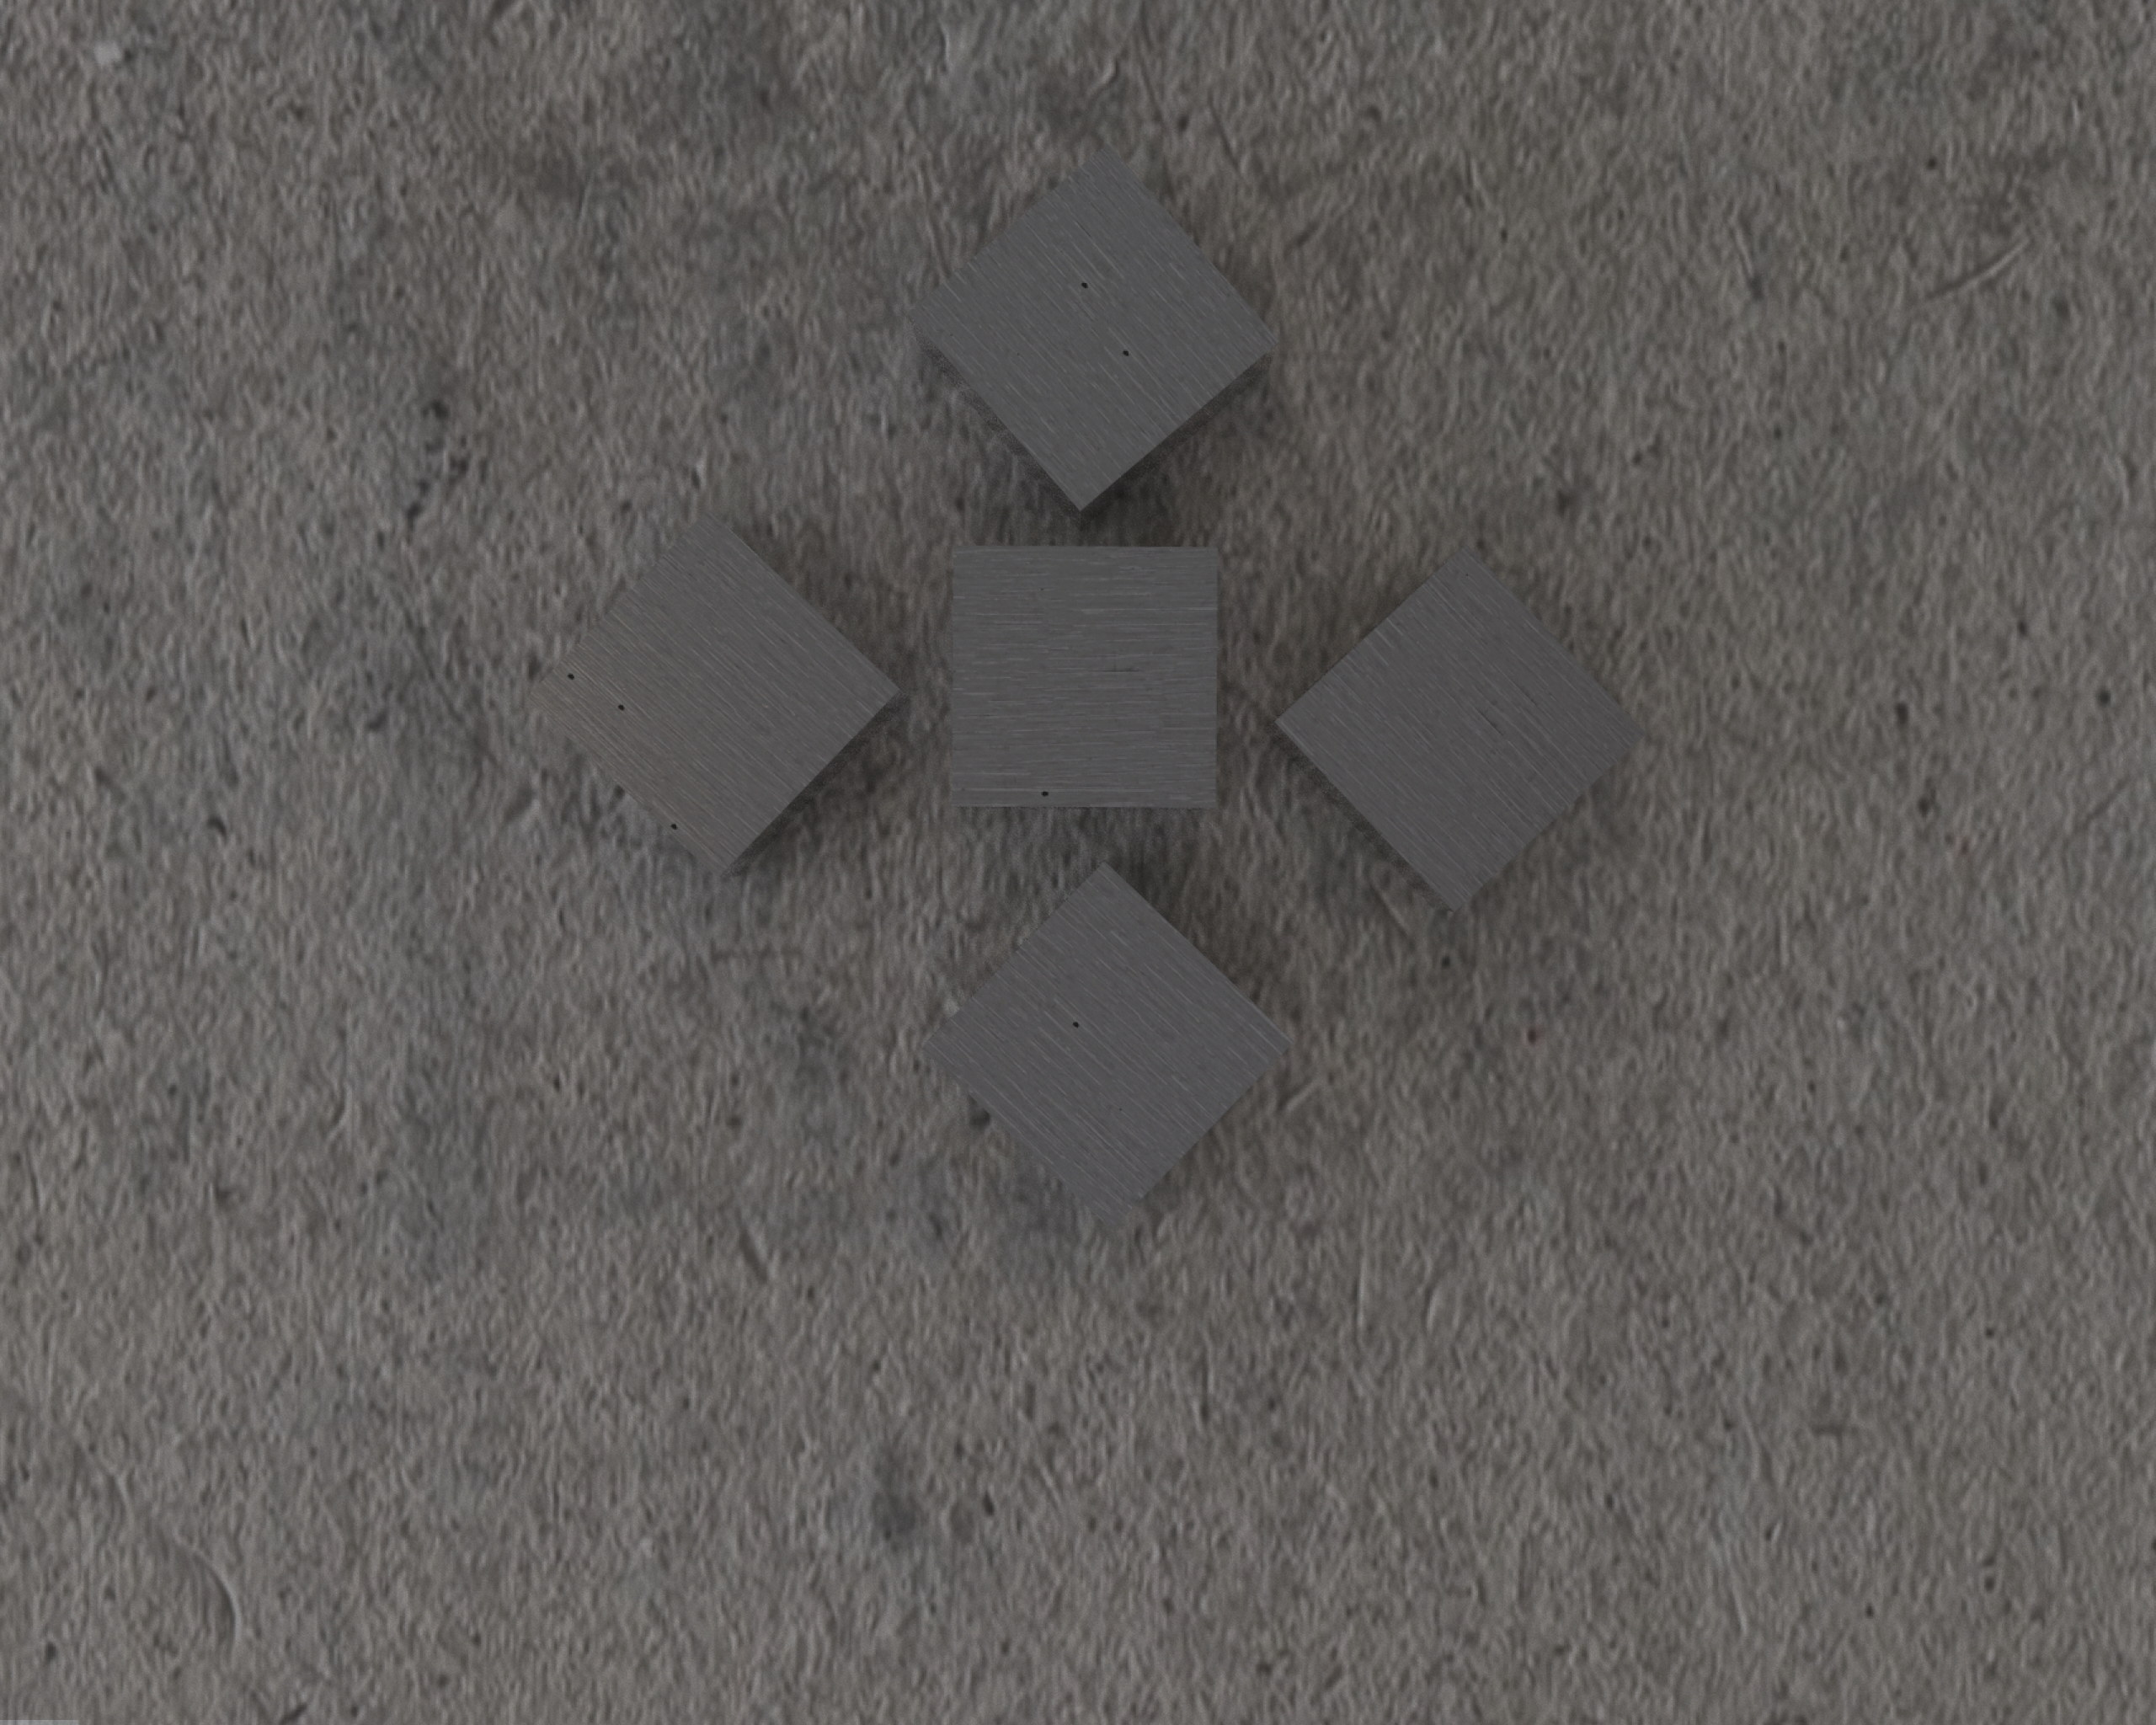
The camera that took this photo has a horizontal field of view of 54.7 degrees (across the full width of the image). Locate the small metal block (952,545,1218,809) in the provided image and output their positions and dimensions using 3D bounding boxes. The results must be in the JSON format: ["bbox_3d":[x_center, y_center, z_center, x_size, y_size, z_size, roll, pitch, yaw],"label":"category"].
[{"bbox_3d":[0.001,-0.036,0.410,0.050,0.025,0.050,0,90,0],"label":"small metal block"}]

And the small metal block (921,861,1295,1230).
[{"bbox_3d":[0.006,0.035,0.410,0.050,0.025,0.050,44,90,0],"label":"small metal block"}]

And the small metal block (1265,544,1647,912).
[{"bbox_3d":[0.073,-0.026,0.410,0.050,0.025,0.050,-43,90,0],"label":"small metal block"}]

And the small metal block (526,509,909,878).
[{"bbox_3d":[-0.069,-0.032,0.409,0.050,0.025,0.050,44,90,0],"label":"small metal block"}]

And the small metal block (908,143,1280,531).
[{"bbox_3d":[0.003,-0.102,0.410,0.050,0.025,0.050,-41,90,0],"label":"small metal block"}]
